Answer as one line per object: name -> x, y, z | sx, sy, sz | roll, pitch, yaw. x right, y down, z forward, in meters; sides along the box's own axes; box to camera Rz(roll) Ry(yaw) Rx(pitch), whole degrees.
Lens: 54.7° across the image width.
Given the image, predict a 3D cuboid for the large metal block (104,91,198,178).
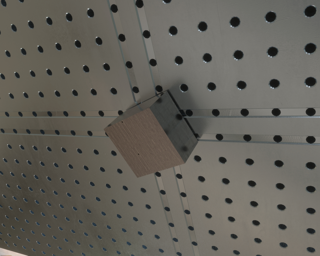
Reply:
large metal block -> -0.011, 0.010, 0.402 | 0.080, 0.050, 0.080 | -23, 107, 36
